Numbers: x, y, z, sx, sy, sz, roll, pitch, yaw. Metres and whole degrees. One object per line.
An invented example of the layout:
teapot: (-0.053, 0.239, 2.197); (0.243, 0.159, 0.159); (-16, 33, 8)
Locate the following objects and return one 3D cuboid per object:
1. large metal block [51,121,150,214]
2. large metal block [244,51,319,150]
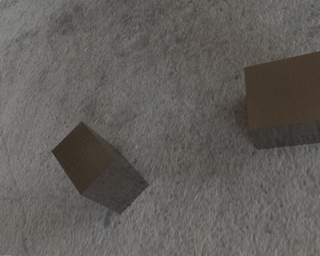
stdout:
large metal block: (-0.071, 0.049, 0.374); (0.050, 0.080, 0.080); (-46, 51, -4)
large metal block: (0.138, -0.027, 0.332); (0.080, 0.050, 0.080); (-9, 58, 23)
